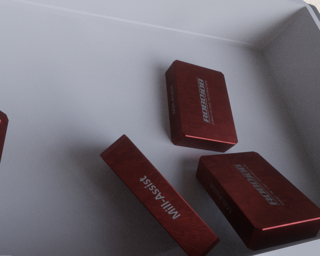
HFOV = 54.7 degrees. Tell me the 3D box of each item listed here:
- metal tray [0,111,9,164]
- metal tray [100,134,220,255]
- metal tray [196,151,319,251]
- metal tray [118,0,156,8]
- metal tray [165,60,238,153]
[{"bbox_3d":[-0.178,0.027,0.253,0.030,0.090,0.130,-13,60,14],"label":"metal tray"},{"bbox_3d":[-0.003,0.069,0.319,0.030,0.090,0.130,-42,85,-9],"label":"metal tray"},{"bbox_3d":[0.111,0.077,0.367,0.091,0.030,0.130,-3,29,-21],"label":"metal tray"},{"bbox_3d":[-0.072,-0.260,0.526,0.131,0.030,0.090,2,61,-28],"label":"metal tray"},{"bbox_3d":[0.059,-0.033,0.456,0.091,0.030,0.130,10,57,-23],"label":"metal tray"}]
